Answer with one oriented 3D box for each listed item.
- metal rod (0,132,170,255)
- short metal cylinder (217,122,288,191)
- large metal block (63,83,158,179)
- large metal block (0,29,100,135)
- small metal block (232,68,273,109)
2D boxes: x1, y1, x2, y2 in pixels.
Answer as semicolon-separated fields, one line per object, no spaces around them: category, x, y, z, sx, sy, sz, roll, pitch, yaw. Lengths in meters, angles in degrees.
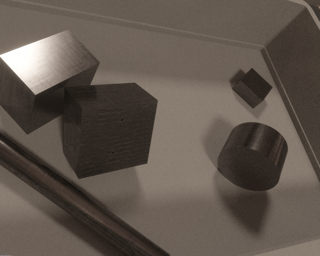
metal rod;-0.117;0.052;0.311;0.301;0.025;0.025;37;51;-4
short metal cylinder;0.124;0.039;0.416;0.080;0.080;0.050;39;51;-3
large metal block;-0.055;0.000;0.333;0.081;0.079;0.050;-9;33;-32
large metal block;-0.122;-0.049;0.335;0.050;0.080;0.080;47;51;4
small metal block;0.161;-0.069;0.537;0.050;0.025;0.050;44;51;2
